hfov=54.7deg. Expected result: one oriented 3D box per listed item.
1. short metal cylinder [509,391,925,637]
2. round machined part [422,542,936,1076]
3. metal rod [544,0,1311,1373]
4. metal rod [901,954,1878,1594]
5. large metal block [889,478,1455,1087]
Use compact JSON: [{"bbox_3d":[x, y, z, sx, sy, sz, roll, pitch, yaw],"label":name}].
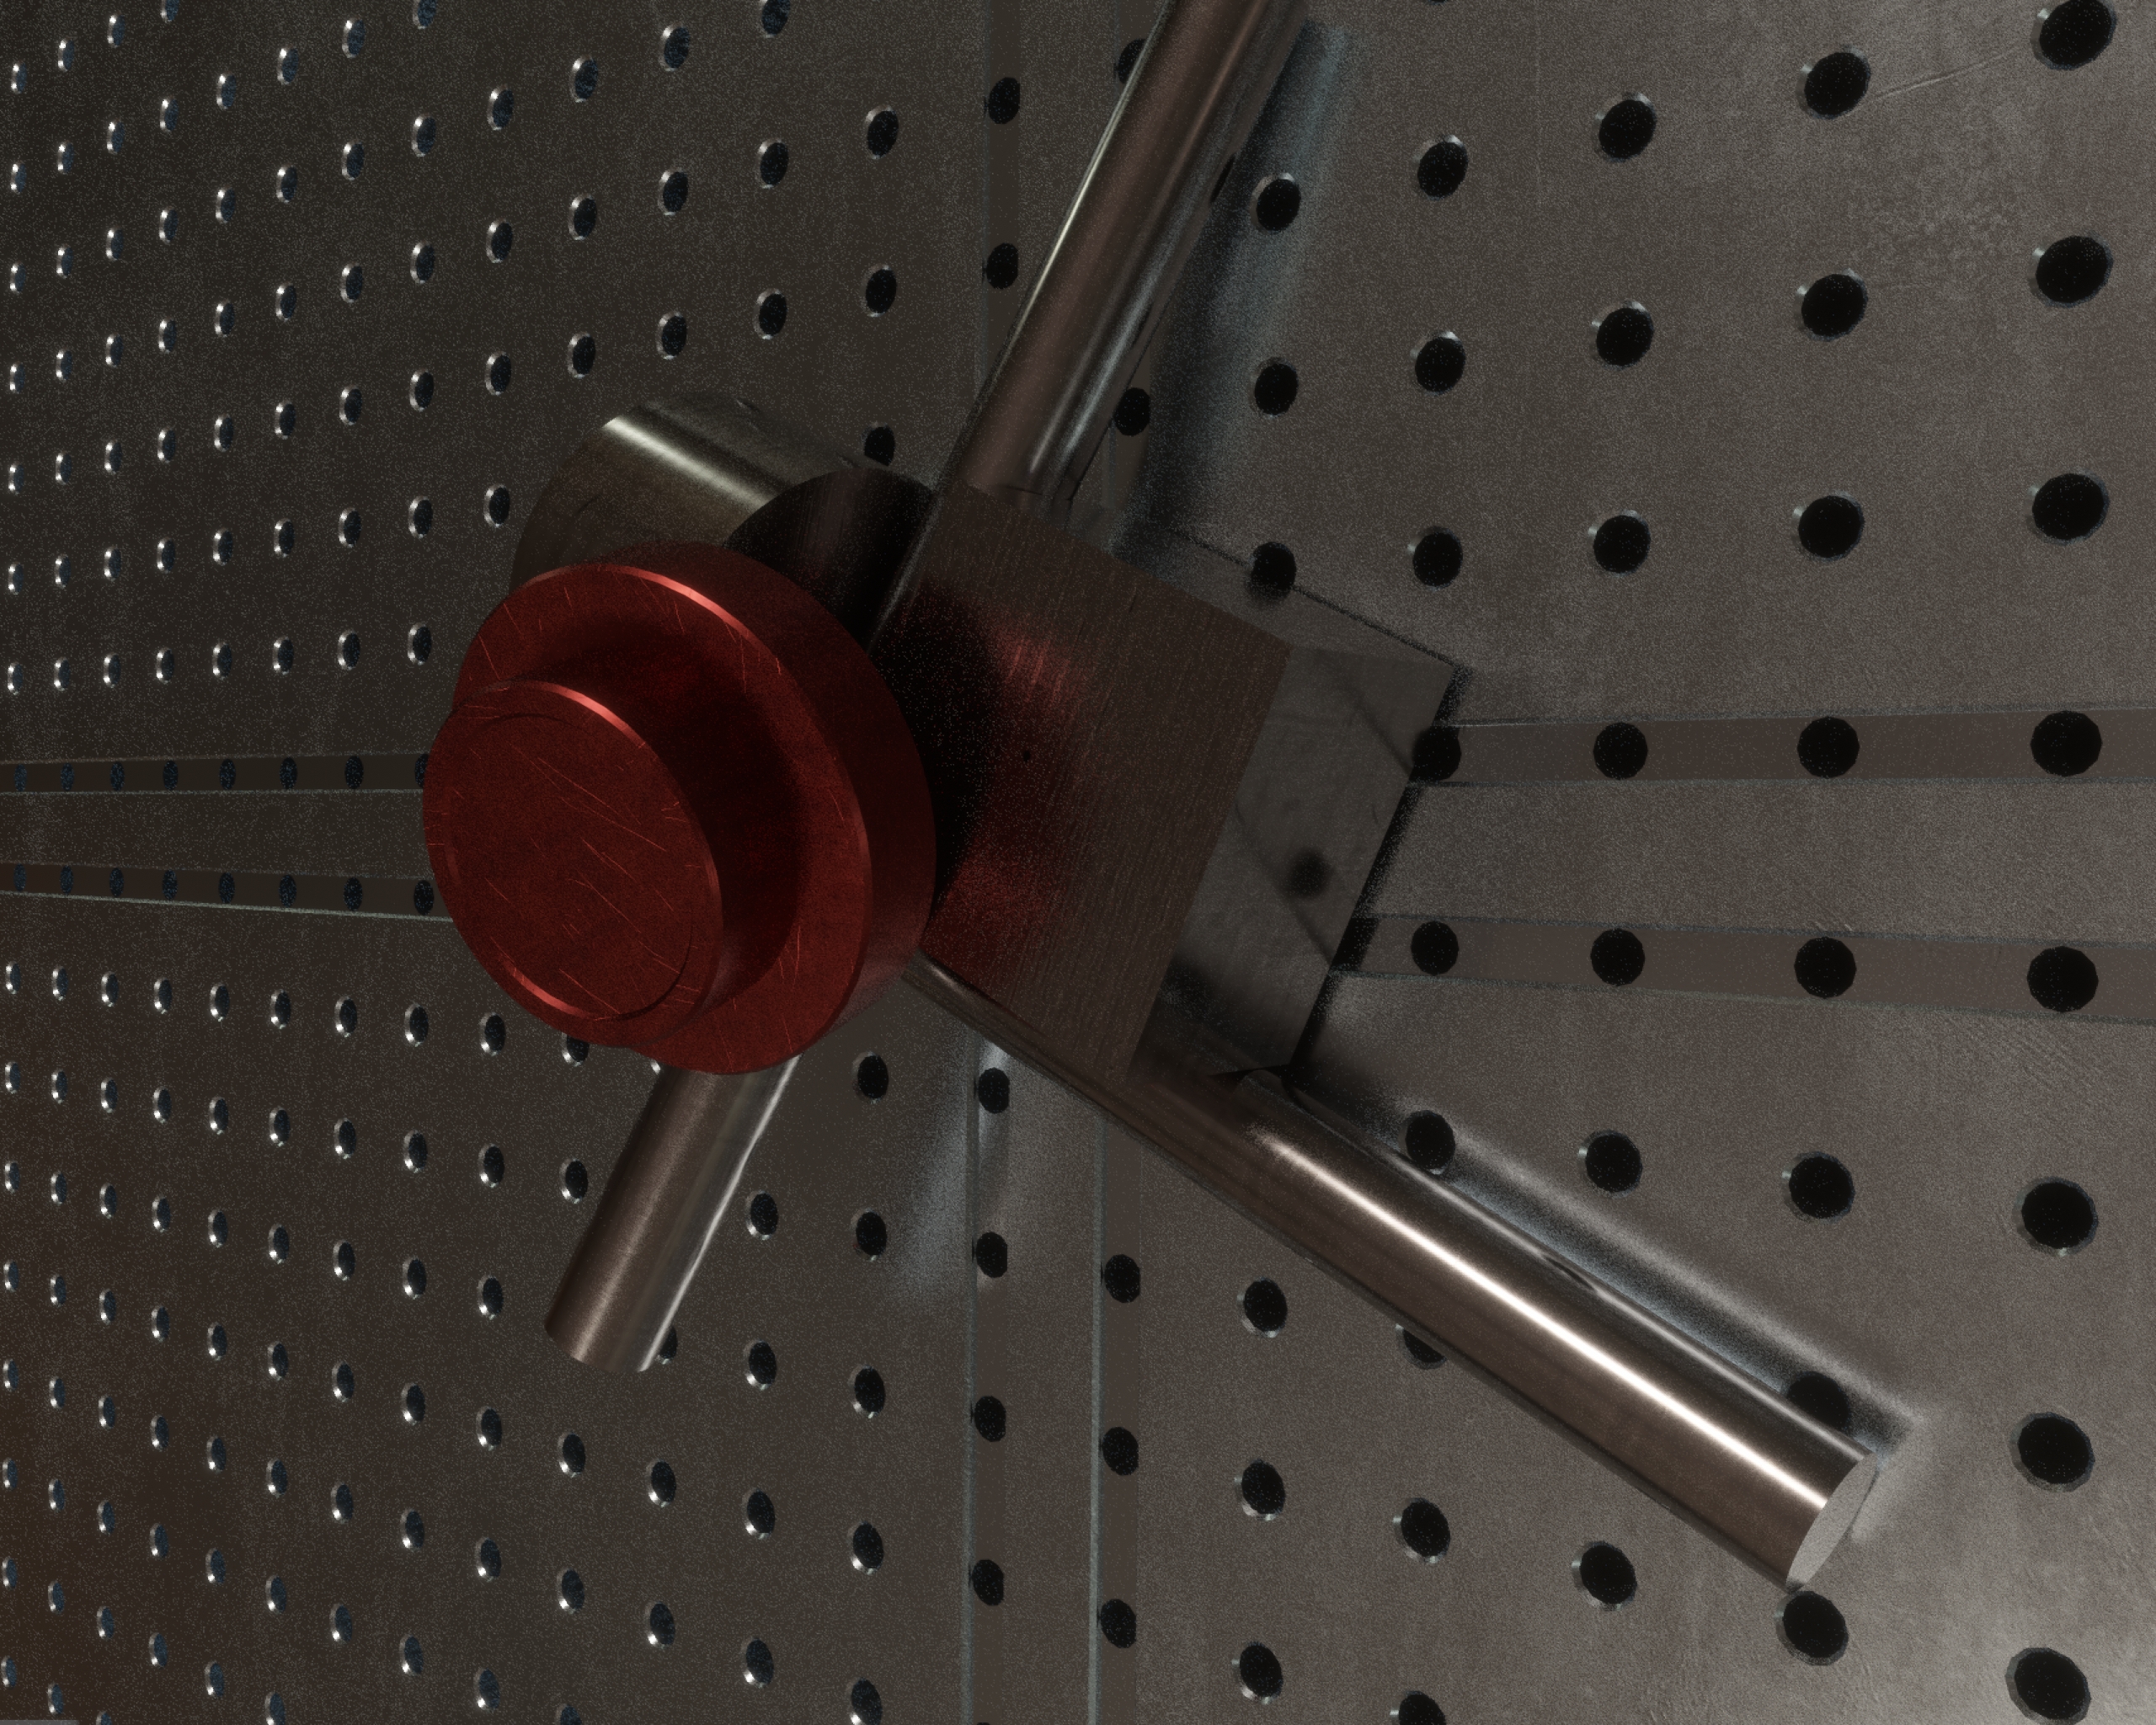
[{"bbox_3d":[-0.067,-0.050,0.426,0.050,0.081,0.079,31,109,35],"label":"short metal cylinder"},{"bbox_3d":[-0.078,-0.005,0.375,0.098,0.042,0.097,13,116,28],"label":"round machined part"},{"bbox_3d":[-0.035,-0.031,0.410,0.025,0.025,0.298,34,104,34],"label":"metal rod"},{"bbox_3d":[0.008,0.036,0.400,0.300,0.025,0.025,31,109,35],"label":"metal rod"},{"bbox_3d":[0.009,-0.016,0.380,0.080,0.050,0.079,32,110,35],"label":"large metal block"}]
